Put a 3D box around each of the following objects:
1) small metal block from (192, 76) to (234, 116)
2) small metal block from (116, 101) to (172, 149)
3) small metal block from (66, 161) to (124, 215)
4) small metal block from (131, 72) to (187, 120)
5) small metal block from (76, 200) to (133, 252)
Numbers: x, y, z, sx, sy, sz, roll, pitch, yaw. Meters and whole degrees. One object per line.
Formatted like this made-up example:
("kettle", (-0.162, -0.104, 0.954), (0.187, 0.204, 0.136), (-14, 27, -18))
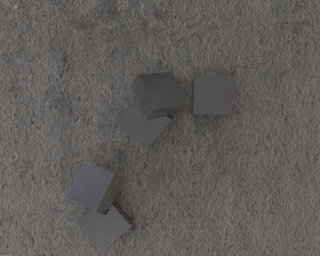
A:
("small metal block", (0.069, -0.042, 0.410), (0.050, 0.025, 0.050), (2, 90, 0))
("small metal block", (-0.020, -0.008, 0.410), (0.050, 0.025, 0.050), (42, 90, 0))
("small metal block", (-0.082, 0.076, 0.393), (0.050, 0.025, 0.050), (17, 74, 27))
("small metal block", (-0.001, -0.042, 0.392), (0.050, 0.025, 0.050), (-11, 69, -31))
("small metal block", (-0.072, 0.124, 0.409), (0.050, 0.025, 0.050), (-41, 90, 0))
